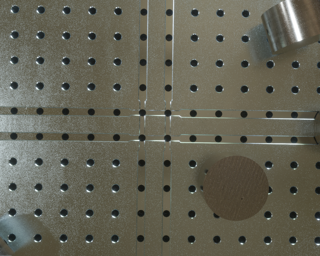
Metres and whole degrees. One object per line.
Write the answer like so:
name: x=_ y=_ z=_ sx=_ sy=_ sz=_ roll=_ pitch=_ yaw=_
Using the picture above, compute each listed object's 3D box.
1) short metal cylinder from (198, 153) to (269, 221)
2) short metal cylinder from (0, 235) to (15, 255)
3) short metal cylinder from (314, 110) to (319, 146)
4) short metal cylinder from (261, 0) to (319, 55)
short metal cylinder: x=0.093 y=0.073 z=0.402 sx=0.081 sy=0.050 sz=0.079 roll=0 pitch=90 yaw=-1
short metal cylinder: x=-0.232 y=0.165 z=0.383 sx=0.080 sy=0.080 sz=0.050 roll=-40 pitch=91 yaw=0
short metal cylinder: x=0.253 y=0.000 z=0.404 sx=0.081 sy=0.050 sz=0.079 roll=0 pitch=90 yaw=-1
short metal cylinder: x=0.174 y=-0.130 z=0.388 sx=0.080 sy=0.080 sz=0.050 roll=-17 pitch=90 yaw=0
